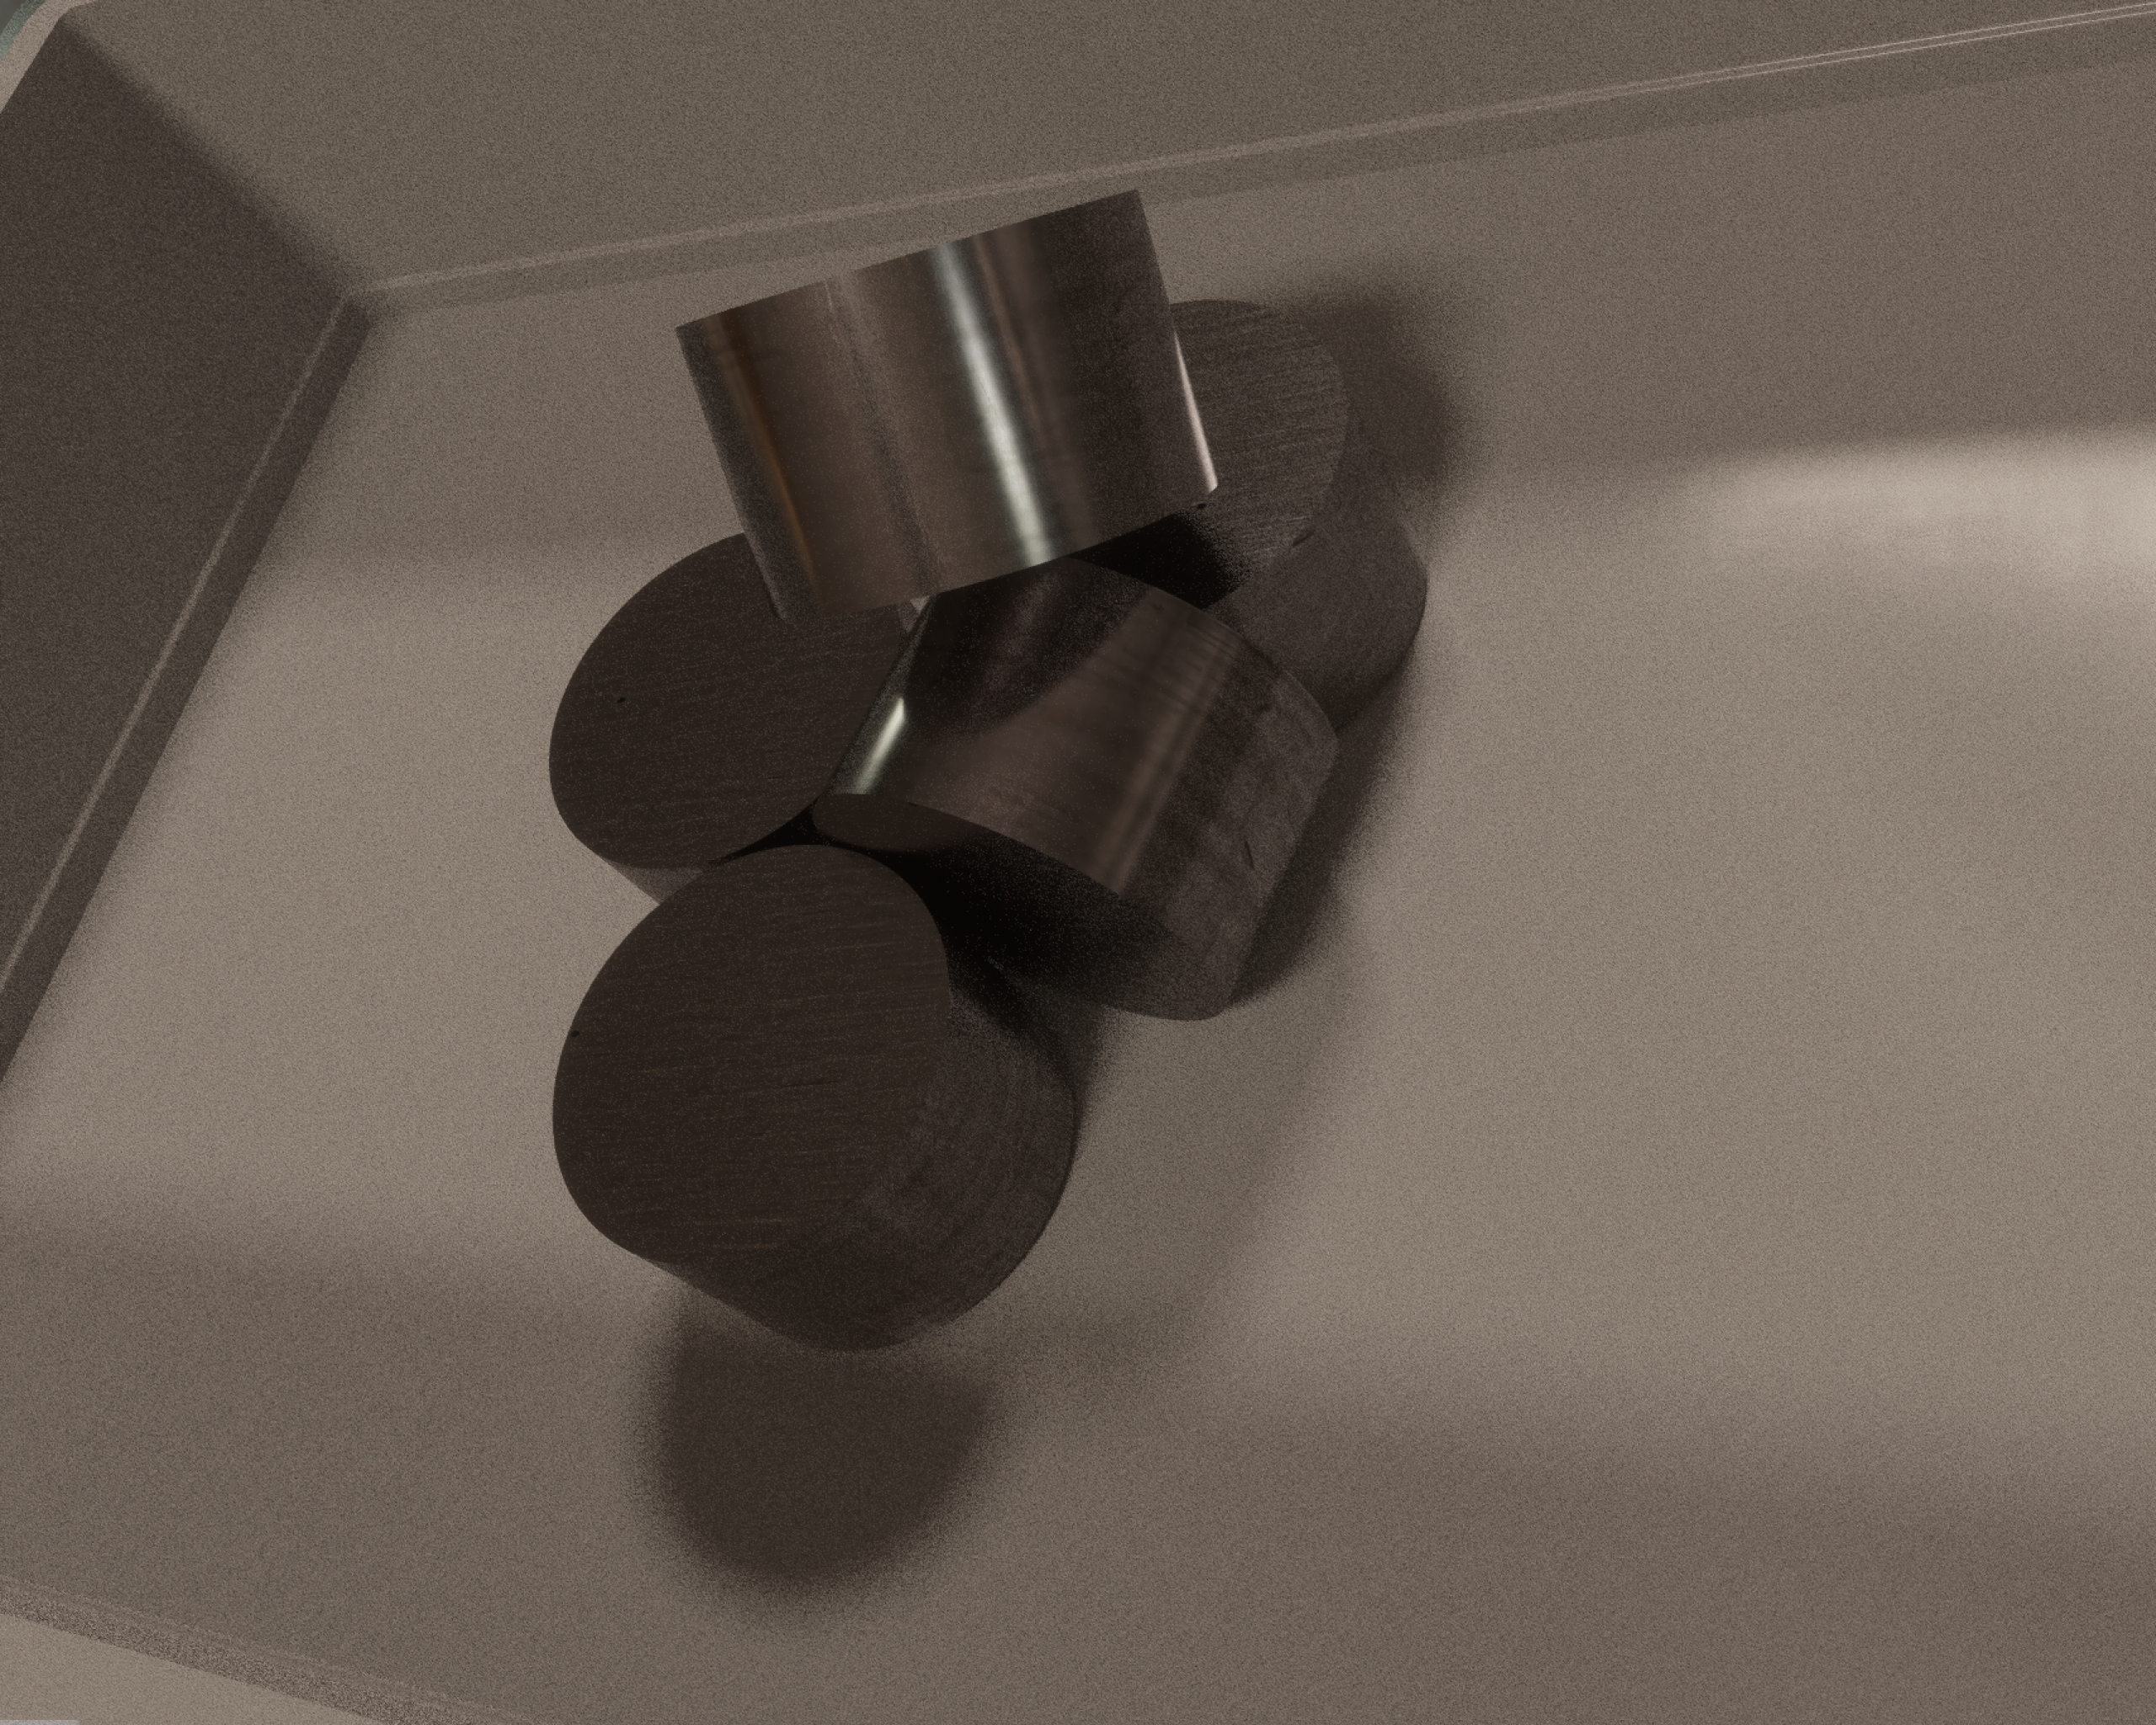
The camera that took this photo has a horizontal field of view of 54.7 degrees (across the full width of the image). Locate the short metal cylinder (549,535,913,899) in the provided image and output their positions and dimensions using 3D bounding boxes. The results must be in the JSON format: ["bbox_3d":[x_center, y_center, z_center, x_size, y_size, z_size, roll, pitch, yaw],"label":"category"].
[{"bbox_3d":[-0.060,-0.022,0.430,0.080,0.050,0.080,-13,56,20],"label":"short metal cylinder"}]

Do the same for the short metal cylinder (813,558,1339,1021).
[{"bbox_3d":[0.000,-0.012,0.376,0.080,0.080,0.050,14,69,33],"label":"short metal cylinder"}]

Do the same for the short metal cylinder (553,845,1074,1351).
[{"bbox_3d":[-0.048,0.044,0.384,0.080,0.050,0.080,-13,56,20],"label":"short metal cylinder"}]

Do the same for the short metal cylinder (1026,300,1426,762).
[{"bbox_3d":[0.023,-0.064,0.414,0.080,0.050,0.080,-13,56,20],"label":"short metal cylinder"}]

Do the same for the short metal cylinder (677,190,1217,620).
[{"bbox_3d":[-0.022,-0.078,0.355,0.080,0.050,0.080,-15,16,5],"label":"short metal cylinder"}]
